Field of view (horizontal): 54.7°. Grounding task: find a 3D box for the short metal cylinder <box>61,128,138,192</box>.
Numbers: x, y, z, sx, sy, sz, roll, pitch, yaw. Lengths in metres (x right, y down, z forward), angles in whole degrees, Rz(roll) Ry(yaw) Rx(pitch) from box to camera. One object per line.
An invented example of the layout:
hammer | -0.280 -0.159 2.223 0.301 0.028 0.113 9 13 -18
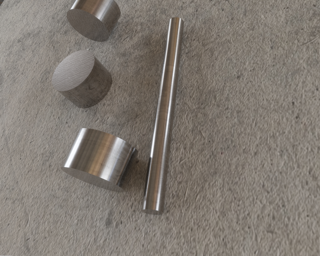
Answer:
short metal cylinder | -0.073 0.041 0.382 0.080 0.080 0.050 6 65 31

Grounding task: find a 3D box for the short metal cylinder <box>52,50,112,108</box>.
short metal cylinder | -0.125 -0.079 0.502 0.080 0.050 0.080 -13 56 21

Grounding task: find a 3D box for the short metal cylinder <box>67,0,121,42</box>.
short metal cylinder | -0.118 -0.201 0.554 0.080 0.080 0.050 10 67 32

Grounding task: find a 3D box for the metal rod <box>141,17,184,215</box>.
metal rod | 0.009 -0.036 0.421 0.025 0.025 0.299 -7 59 25
